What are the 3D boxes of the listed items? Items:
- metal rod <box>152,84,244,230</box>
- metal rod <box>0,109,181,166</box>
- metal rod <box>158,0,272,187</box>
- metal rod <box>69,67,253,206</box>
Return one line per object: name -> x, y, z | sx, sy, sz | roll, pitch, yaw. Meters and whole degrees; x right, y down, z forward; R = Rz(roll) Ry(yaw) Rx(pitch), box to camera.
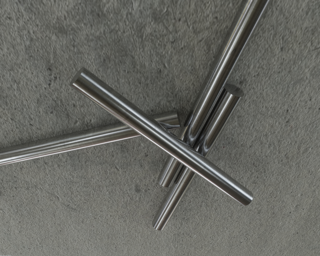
metal rod -> 0.043, 0.063, 0.461 | 0.025, 0.025, 0.298 | 14, 129, -12
metal rod -> -0.121, 0.019, 0.421 | 0.301, 0.025, 0.025 | -12, 129, 10
metal rod -> 0.054, -0.027, 0.384 | 0.025, 0.025, 0.298 | 14, 129, -12
metal rod -> 0.020, 0.025, 0.394 | 0.301, 0.025, 0.025 | 36, 121, -27
